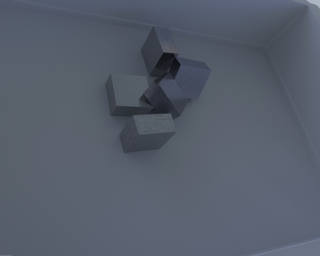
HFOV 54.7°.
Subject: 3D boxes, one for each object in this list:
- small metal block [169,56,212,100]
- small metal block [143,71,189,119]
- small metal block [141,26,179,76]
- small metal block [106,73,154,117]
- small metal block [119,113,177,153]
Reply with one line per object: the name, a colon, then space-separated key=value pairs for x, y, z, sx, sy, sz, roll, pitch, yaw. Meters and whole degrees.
small metal block: x=0.039 y=-0.072 z=0.450 sx=0.050 sy=0.050 sz=0.025 roll=5 pitch=37 yaw=-26
small metal block: x=0.010 y=-0.042 z=0.417 sx=0.050 sy=0.025 sz=0.050 roll=54 pitch=30 yaw=-14
small metal block: x=-0.001 y=-0.112 z=0.456 sx=0.025 sy=0.050 sz=0.050 roll=-3 pitch=61 yaw=-30
small metal block: x=-0.041 y=-0.043 z=0.410 sx=0.050 sy=0.025 sz=0.050 roll=1 pitch=62 yaw=-28
small metal block: x=-0.016 y=0.007 z=0.377 sx=0.050 sy=0.050 sz=0.025 roll=-4 pitch=64 yaw=-30
